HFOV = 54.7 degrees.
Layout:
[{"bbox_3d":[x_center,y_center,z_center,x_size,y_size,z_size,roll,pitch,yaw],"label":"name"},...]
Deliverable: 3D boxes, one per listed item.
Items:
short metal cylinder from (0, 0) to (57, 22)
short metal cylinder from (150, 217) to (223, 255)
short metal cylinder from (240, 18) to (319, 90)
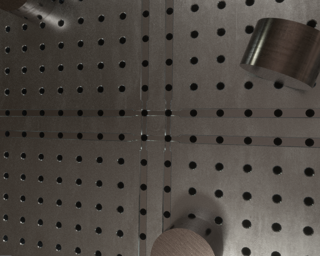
[{"bbox_3d":[-0.205,-0.209,0.470,0.080,0.050,0.079,0,90,19],"label":"short metal cylinder"},{"bbox_3d":[0.035,0.157,0.386,0.080,0.050,0.079,0,90,19],"label":"short metal cylinder"},{"bbox_3d":[0.134,-0.079,0.336,0.080,0.080,0.050,23,98,18],"label":"short metal cylinder"}]
